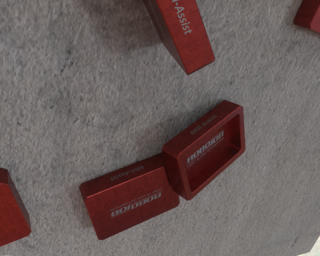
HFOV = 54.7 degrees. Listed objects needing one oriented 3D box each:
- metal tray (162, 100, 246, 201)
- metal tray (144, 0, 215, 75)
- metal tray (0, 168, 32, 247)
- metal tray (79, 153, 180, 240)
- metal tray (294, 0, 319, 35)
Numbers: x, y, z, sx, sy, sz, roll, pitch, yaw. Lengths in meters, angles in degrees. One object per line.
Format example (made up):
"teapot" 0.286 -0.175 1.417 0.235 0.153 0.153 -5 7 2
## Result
"metal tray" 0.067 0.030 0.438 0.131 0.030 0.090 -35 131 -26
"metal tray" 0.004 -0.124 0.288 0.030 0.090 0.130 -28 129 2
"metal tray" -0.225 0.106 0.347 0.131 0.030 0.089 -18 126 -18
"metal tray" -0.039 0.097 0.444 0.131 0.030 0.089 -20 126 -17
"metal tray" 0.261 -0.174 0.442 0.131 0.030 0.089 6 116 -31
